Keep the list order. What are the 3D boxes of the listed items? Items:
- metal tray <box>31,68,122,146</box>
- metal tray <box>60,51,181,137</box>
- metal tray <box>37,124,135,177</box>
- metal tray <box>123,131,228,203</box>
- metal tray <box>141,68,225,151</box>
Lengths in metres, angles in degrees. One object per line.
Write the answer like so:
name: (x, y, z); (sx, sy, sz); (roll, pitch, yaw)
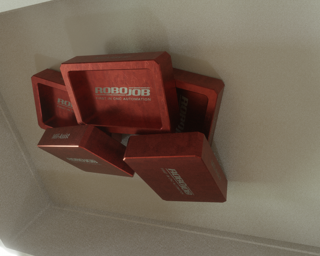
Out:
metal tray: (-0.119, -0.025, 0.446); (0.130, 0.030, 0.089); (18, 126, 17)
metal tray: (-0.046, -0.039, 0.363); (0.130, 0.030, 0.089); (4, 120, 26)
metal tray: (-0.101, 0.033, 0.431); (0.130, 0.030, 0.090); (-3, 148, 47)
metal tray: (0.025, 0.053, 0.380); (0.090, 0.030, 0.130); (-4, 145, 23)
metal tray: (0.022, -0.006, 0.387); (0.090, 0.030, 0.129); (18, 125, 17)
